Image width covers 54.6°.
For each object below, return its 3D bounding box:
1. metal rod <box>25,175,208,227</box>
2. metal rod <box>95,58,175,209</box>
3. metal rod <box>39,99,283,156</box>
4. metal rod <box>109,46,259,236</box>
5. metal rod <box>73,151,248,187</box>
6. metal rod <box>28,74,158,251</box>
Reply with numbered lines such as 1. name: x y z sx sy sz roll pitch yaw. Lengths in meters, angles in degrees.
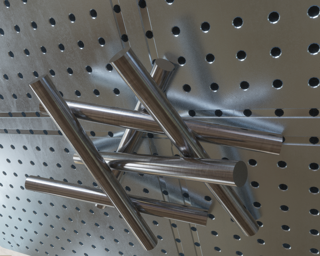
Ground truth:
1. metal rod: -0.075 0.113 0.491 0.301 0.025 0.025 8 122 13
2. metal rod: -0.049 0.029 0.455 0.025 0.025 0.298 33 129 6
3. metal rod: -0.009 -0.006 0.383 0.301 0.025 0.025 10 123 12
4. metal rod: 0.044 0.035 0.365 0.025 0.025 0.300 -17 124 35
5. metal rod: -0.028 0.046 0.400 0.299 0.025 0.025 -1 119 46
6. metal rod: -0.078 0.063 0.423 0.025 0.025 0.299 -10 121 33
